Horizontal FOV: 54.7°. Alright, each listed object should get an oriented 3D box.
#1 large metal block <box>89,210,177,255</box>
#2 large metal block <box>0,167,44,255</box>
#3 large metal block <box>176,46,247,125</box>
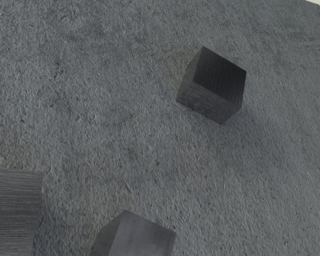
[{"bbox_3d":[-0.035,0.128,0.271,0.050,0.080,0.080,28,52,-11],"label":"large metal block"},{"bbox_3d":[-0.149,0.078,0.260,0.081,0.050,0.080,11,57,-22],"label":"large metal block"},{"bbox_3d":[0.079,-0.064,0.469,0.080,0.050,0.080,27,52,-11],"label":"large metal block"}]
